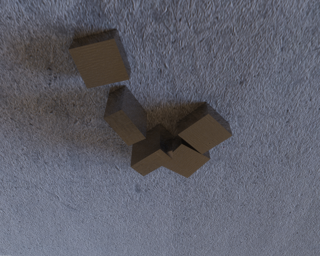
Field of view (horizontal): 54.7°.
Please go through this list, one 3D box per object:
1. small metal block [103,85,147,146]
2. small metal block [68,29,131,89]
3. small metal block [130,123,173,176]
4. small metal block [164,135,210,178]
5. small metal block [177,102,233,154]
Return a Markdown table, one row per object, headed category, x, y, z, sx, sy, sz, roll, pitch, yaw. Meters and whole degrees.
| category | x | y | z | sx | sy | sz | roll | pitch | yaw |
| --- | --- | --- | --- | --- | --- | --- | --- | --- | --- |
| small metal block | -0.040 | -0.015 | 0.377 | 0.025 | 0.050 | 0.050 | -24 | 126 | 19 |
| small metal block | -0.064 | -0.076 | 0.342 | 0.050 | 0.025 | 0.050 | -11 | 130 | 9 |
| small metal block | -0.011 | 0.029 | 0.415 | 0.050 | 0.050 | 0.025 | -33 | 123 | 24 |
| small metal block | 0.035 | 0.039 | 0.441 | 0.050 | 0.025 | 0.050 | 28 | 124 | -22 |
| small metal block | 0.058 | 0.001 | 0.409 | 0.050 | 0.025 | 0.050 | -36 | 122 | 26 |
